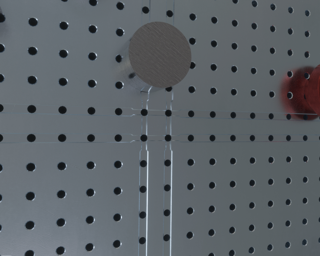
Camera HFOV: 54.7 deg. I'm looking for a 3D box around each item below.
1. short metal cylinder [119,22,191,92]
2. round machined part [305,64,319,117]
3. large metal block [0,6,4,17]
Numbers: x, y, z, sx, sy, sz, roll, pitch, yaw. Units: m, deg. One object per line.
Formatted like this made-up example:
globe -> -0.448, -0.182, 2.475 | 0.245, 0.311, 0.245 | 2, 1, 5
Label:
short metal cylinder -> -0.007, -0.088, 0.396 | 0.081, 0.050, 0.079 | 0, 90, -20
round machined part -> 0.279, -0.061, 0.506 | 0.099, 0.042, 0.097 | 0, 90, -20
large metal block -> -0.211, -0.137, 0.305 | 0.081, 0.080, 0.050 | -24, 98, -19
